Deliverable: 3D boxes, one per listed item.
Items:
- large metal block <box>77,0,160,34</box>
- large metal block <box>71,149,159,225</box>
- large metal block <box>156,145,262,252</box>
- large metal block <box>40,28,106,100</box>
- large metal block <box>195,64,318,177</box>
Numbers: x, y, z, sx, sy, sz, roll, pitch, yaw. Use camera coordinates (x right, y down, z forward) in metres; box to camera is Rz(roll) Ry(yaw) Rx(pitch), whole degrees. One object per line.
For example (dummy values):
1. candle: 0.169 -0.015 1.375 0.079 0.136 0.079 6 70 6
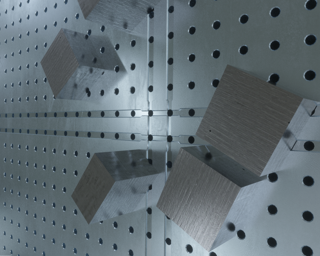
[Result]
1. large metal block: -0.054 -0.182 0.420 0.080 0.081 0.050 -36 68 34
2. large metal block: -0.061 0.078 0.425 0.050 0.081 0.080 47 118 30
3. large metal block: 0.053 0.075 0.350 0.080 0.050 0.080 33 111 35
4. large metal block: -0.147 -0.103 0.516 0.080 0.050 0.080 -43 64 32
5. large metal block: 0.095 -0.009 0.315 0.080 0.050 0.080 35 112 34
